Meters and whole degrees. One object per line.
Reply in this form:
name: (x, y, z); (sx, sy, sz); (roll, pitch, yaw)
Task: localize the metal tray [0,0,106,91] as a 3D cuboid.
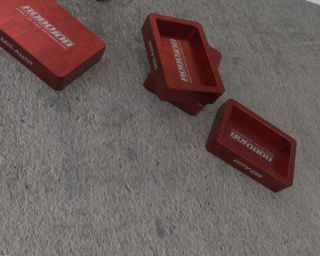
metal tray: (-0.147, -0.118, 0.393); (0.130, 0.030, 0.090); (40, 51, -1)

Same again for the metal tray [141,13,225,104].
metal tray: (0.031, -0.098, 0.436); (0.091, 0.030, 0.130); (1, 61, -28)

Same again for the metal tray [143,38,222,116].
metal tray: (0.039, -0.091, 0.477); (0.090, 0.030, 0.130); (30, 52, -9)

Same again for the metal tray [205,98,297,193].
metal tray: (0.138, 0.025, 0.459); (0.130, 0.030, 0.090); (32, 52, -8)
